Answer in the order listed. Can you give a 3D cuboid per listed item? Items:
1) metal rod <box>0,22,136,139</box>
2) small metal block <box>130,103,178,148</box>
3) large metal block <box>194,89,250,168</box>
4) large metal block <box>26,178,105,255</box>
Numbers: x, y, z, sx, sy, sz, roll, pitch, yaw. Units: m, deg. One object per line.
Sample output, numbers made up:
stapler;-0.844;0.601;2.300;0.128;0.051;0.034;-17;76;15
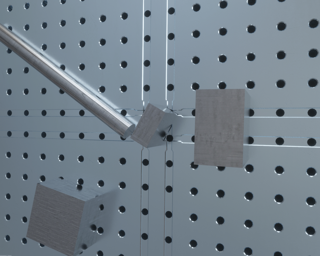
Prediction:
metal rod;-0.158;-0.081;0.468;0.300;0.025;0.025;37;102;16
small metal block;-0.007;-0.003;0.402;0.025;0.050;0.050;31;100;17
large metal block;0.074;-0.001;0.357;0.050;0.080;0.079;2;91;20
large metal block;-0.136;0.125;0.447;0.080;0.050;0.080;15;95;19
